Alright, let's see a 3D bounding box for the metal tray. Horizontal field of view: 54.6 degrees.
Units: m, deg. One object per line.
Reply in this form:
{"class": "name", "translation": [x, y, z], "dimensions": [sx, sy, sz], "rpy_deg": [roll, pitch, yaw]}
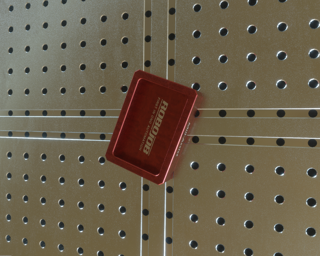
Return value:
{"class": "metal tray", "translation": [-0.010, -0.002, 0.413], "dimensions": [0.090, 0.030, 0.129], "rpy_deg": [23, 98, 18]}
